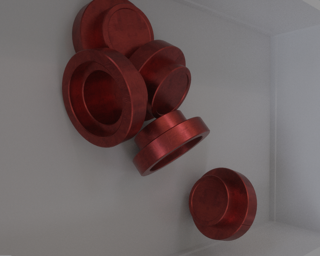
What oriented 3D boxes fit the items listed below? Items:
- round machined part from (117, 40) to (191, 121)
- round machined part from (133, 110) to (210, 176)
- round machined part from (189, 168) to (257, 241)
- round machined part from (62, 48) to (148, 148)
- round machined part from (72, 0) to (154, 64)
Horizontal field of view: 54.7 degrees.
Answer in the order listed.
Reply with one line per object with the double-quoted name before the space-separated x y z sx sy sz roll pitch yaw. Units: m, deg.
"round machined part" 0.000 -0.049 0.364 0.099 0.042 0.097 -39 148 -29
"round machined part" 0.008 0.014 0.376 0.099 0.097 0.042 -24 74 -37
"round machined part" 0.078 0.102 0.425 0.042 0.098 0.098 23 76 -38
"round machined part" -0.052 -0.032 0.317 0.042 0.098 0.097 -25 106 -50
"round machined part" -0.046 -0.103 0.357 0.099 0.042 0.097 0 90 -40
